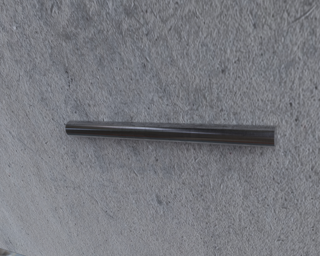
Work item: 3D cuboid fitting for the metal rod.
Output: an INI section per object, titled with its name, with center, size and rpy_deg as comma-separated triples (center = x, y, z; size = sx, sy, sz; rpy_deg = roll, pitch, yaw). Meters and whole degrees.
[metal rod]
center = -0.004, 0.005, 0.414
size = 0.300, 0.025, 0.025
rpy_deg = 2, 119, 27
